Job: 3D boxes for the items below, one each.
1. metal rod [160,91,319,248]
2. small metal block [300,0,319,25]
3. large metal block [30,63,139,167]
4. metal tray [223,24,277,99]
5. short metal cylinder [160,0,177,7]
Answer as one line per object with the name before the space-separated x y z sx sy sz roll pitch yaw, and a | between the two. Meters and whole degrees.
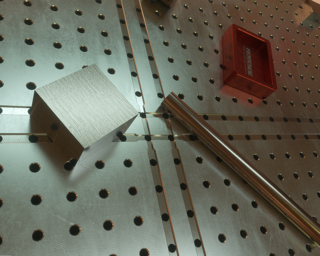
metal rod | 0.120 0.058 0.437 0.300 0.025 0.025 42 51 1
small metal block | 0.402 -0.304 0.809 0.050 0.025 0.050 11 57 -22
large metal block | -0.086 -0.016 0.355 0.080 0.050 0.080 49 51 6
metal tray | 0.162 -0.123 0.566 0.091 0.030 0.130 19 54 -18
short metal cylinder | 0.021 -0.261 0.543 0.050 0.080 0.080 35 51 -6
